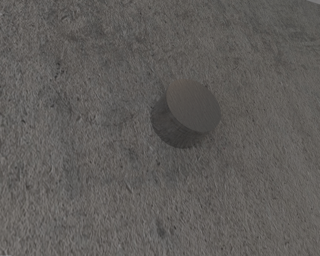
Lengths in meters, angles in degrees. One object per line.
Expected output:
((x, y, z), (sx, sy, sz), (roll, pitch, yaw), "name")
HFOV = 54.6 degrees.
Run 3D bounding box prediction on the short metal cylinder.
((0.034, -0.019, 0.417), (0.081, 0.050, 0.080), (13, 56, -21), "short metal cylinder")
